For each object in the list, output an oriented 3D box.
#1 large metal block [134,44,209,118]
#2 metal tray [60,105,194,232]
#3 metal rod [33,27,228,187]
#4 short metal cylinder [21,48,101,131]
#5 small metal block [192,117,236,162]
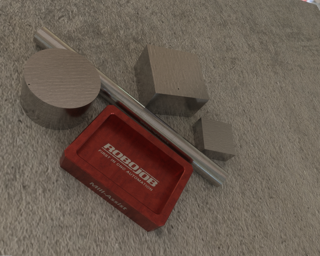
[{"bbox_3d":[0.014,-0.064,0.437,0.081,0.050,0.080,4,60,-27],"label":"large metal block"},{"bbox_3d":[-0.035,0.044,0.358,0.130,0.030,0.090,38,51,-3],"label":"metal tray"},{"bbox_3d":[-0.036,-0.025,0.402,0.300,0.025,0.025,39,51,-3],"label":"metal rod"},{"bbox_3d":[-0.114,-0.044,0.355,0.081,0.050,0.080,14,56,-21],"label":"short metal cylinder"},{"bbox_3d":[0.076,0.017,0.438,0.050,0.025,0.050,12,57,-22],"label":"small metal block"}]
